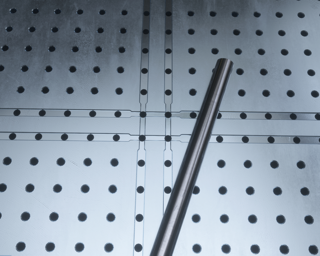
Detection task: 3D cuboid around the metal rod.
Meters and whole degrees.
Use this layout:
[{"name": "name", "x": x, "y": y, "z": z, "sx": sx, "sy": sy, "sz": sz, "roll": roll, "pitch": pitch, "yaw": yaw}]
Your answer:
[{"name": "metal rod", "x": 0.043, "y": 0.039, "z": 0.398, "sx": 0.025, "sy": 0.025, "sz": 0.300, "roll": 19, "pitch": 71, "yaw": 6}]
